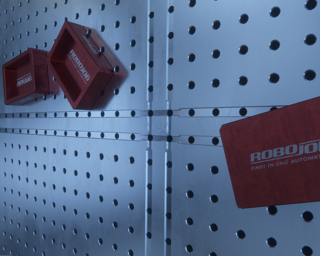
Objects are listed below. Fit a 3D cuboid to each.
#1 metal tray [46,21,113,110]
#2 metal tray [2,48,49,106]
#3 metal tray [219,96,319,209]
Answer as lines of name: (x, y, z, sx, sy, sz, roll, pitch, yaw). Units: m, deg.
metal tray: (-0.139, -0.104, 0.522, 0.090, 0.030, 0.130, -51, 60, 28)
metal tray: (-0.279, -0.102, 0.639, 0.130, 0.030, 0.090, -11, 83, 39)
metal tray: (0.129, 0.025, 0.300, 0.130, 0.030, 0.090, -19, 78, 38)
